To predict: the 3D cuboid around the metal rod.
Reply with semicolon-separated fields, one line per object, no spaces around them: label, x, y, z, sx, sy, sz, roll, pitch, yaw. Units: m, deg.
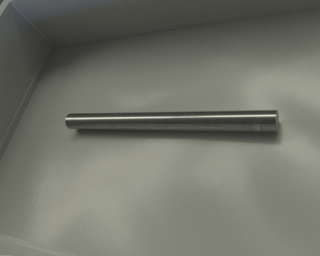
metal rod;-0.004;-0.009;0.409;0.300;0.025;0.025;1;62;28
